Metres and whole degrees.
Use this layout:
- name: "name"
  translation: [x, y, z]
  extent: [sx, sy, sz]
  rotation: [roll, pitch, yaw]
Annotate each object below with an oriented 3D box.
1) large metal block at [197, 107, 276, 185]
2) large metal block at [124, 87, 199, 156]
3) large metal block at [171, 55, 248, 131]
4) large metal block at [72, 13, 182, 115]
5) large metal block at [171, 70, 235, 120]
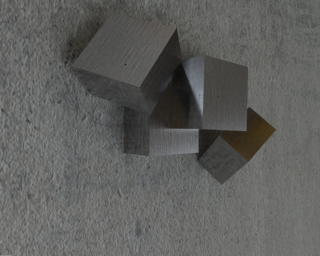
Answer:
- name: "large metal block"
  translation: [0.112, 0.027, 0.458]
  extent: [0.050, 0.080, 0.080]
  rotation: [44, 56, 12]
- name: "large metal block"
  translation: [0.003, -0.008, 0.392]
  extent: [0.081, 0.050, 0.079]
  rotation: [0, 90, -40]
- name: "large metal block"
  translation: [0.061, -0.037, 0.375]
  extent: [0.081, 0.050, 0.079]
  rotation: [3, 88, -40]
- name: "large metal block"
  translation: [-0.032, -0.071, 0.336]
  extent: [0.080, 0.080, 0.050]
  rotation: [-61, 158, -22]
- name: "large metal block"
  translation: [0.063, -0.049, 0.446]
  extent: [0.081, 0.050, 0.079]
  rotation: [0, 90, -40]
